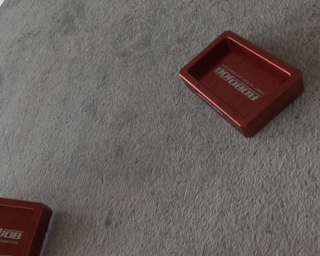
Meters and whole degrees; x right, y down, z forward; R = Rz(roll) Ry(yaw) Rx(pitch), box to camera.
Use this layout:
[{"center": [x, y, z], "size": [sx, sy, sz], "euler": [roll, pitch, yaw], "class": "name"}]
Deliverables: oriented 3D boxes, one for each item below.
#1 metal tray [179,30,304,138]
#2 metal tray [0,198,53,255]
[{"center": [0.096, -0.060, 0.386], "size": [0.090, 0.030, 0.130], "euler": [-41, 51, 0], "class": "metal tray"}, {"center": [-0.219, 0.139, 0.406], "size": [0.131, 0.030, 0.090], "euler": [4, 62, 10], "class": "metal tray"}]
